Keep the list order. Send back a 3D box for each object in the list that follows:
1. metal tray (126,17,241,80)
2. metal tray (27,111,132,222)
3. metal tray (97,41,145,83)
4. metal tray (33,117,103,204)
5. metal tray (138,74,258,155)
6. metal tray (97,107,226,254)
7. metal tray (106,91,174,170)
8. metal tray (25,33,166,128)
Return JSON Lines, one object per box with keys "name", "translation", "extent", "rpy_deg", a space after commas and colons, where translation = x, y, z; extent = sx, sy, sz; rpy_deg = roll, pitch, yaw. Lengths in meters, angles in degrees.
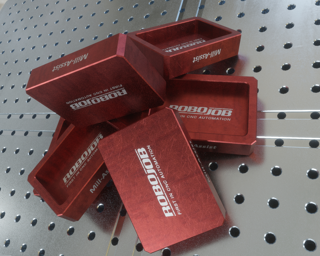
{"name": "metal tray", "translation": [0.032, -0.112, 0.415], "extent": [0.131, 0.030, 0.090], "rpy_deg": [-24, 44, -29]}
{"name": "metal tray", "translation": [-0.098, 0.039, 0.394], "extent": [0.090, 0.030, 0.130], "rpy_deg": [30, 78, 38]}
{"name": "metal tray", "translation": [-0.064, -0.084, 0.469], "extent": [0.090, 0.030, 0.130], "rpy_deg": [-38, 35, 2]}
{"name": "metal tray", "translation": [-0.118, 0.039, 0.445], "extent": [0.090, 0.030, 0.130], "rpy_deg": [-4, 59, 25]}
{"name": "metal tray", "translation": [0.046, -0.020, 0.370], "extent": [0.130, 0.030, 0.090], "rpy_deg": [4, 63, 11]}
{"name": "metal tray", "translation": [0.001, 0.054, 0.329], "extent": [0.090, 0.030, 0.130], "rpy_deg": [-26, 86, 12]}
{"name": "metal tray", "translation": [-0.022, -0.007, 0.422], "extent": [0.090, 0.030, 0.130], "rpy_deg": [-3, 58, 24]}
{"name": "metal tray", "translation": [-0.070, -0.046, 0.349], "extent": [0.130, 0.090, 0.030], "rpy_deg": [-14, 56, 26]}
